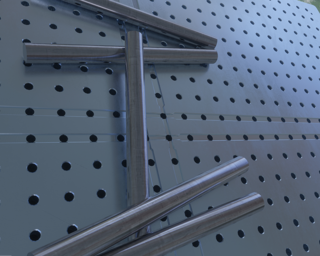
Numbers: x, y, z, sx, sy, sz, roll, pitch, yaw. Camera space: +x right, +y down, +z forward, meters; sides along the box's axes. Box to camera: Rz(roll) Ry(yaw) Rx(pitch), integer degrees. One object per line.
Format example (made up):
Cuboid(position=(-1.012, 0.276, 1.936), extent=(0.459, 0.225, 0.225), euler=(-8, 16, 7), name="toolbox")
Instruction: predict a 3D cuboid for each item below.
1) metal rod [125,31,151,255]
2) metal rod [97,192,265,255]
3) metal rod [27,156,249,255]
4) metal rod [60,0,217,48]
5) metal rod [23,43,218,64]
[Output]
Cuboid(position=(-0.028, 0.009, 0.371), extent=(0.025, 0.025, 0.299), euler=(8, 63, -25), name="metal rod")
Cuboid(position=(0.001, 0.113, 0.306), extent=(0.303, 0.025, 0.025), euler=(-9, 66, -36), name="metal rod")
Cuboid(position=(0.011, 0.078, 0.335), extent=(0.302, 0.025, 0.025), euler=(-14, 69, -45), name="metal rod")
Cuboid(position=(-0.042, -0.179, 0.496), extent=(0.302, 0.025, 0.025), euler=(12, 57, -22), name="metal rod")
Cuboid(position=(-0.036, -0.107, 0.455), extent=(0.303, 0.025, 0.025), euler=(-7, 66, -32), name="metal rod")
